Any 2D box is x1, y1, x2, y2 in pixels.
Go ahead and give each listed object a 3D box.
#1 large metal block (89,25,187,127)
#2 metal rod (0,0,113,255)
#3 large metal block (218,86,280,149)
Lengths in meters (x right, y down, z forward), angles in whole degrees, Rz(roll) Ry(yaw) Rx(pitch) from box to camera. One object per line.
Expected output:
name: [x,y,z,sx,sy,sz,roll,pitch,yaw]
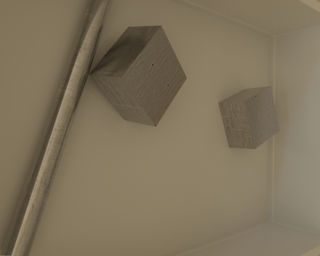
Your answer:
large metal block: [-0.021,-0.060,0.362,0.080,0.050,0.080,-58,138,-24]
metal rod: [-0.100,-0.020,0.323,0.025,0.025,0.299,24,75,-38]
large metal block: [0.151,-0.018,0.520,0.081,0.050,0.080,-27,107,-37]
